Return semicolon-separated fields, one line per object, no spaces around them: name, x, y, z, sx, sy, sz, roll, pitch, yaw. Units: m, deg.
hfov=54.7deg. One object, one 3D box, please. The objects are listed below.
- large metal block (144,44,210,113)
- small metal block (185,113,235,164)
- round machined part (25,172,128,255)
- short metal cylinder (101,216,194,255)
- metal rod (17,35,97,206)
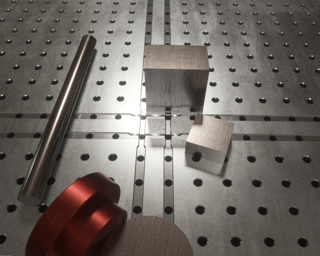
large metal block;0.022;-0.066;0.428;0.081;0.080;0.050;1;50;1
small metal block;0.064;0.013;0.398;0.050;0.025;0.050;16;52;13
round machined part;-0.067;0.093;0.282;0.042;0.097;0.098;32;57;17
short metal cylinder;-0.011;0.129;0.283;0.081;0.050;0.080;0;50;0
metal rod;-0.132;-0.035;0.435;0.025;0.025;0.300;4;50;2
